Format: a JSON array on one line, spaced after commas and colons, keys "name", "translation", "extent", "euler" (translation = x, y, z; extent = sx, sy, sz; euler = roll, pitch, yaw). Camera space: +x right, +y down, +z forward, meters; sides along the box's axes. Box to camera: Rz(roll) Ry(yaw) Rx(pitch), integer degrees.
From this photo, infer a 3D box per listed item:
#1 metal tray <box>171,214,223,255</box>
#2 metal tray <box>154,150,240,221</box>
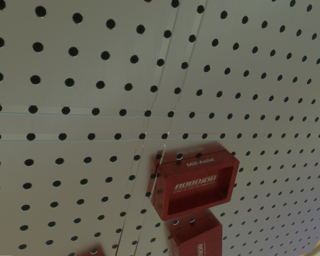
[{"name": "metal tray", "translation": [0.072, 0.232, 0.590], "extent": [0.091, 0.030, 0.129], "euler": [-19, 126, -17]}, {"name": "metal tray", "translation": [0.058, 0.091, 0.494], "extent": [0.131, 0.030, 0.089], "euler": [-9, 123, -24]}]
